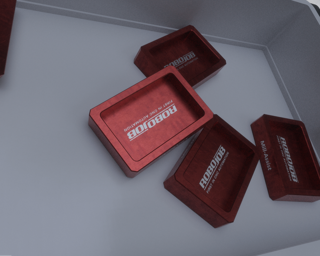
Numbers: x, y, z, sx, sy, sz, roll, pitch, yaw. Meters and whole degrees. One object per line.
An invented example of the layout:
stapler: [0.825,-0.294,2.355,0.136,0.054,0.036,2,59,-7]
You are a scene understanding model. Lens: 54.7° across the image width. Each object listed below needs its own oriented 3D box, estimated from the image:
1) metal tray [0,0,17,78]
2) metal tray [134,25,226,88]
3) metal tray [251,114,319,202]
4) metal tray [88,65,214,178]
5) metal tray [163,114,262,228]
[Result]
metal tray: [-0.214,-0.118,0.337,0.090,0.030,0.130,23,51,-43]
metal tray: [0.035,-0.104,0.483,0.090,0.030,0.131,49,51,6]
metal tray: [0.199,0.046,0.480,0.091,0.030,0.130,8,58,-24]
metal tray: [-0.010,-0.012,0.383,0.131,0.030,0.090,-34,80,-24]
metal tray: [0.074,0.052,0.410,0.090,0.030,0.131,39,51,-2]
